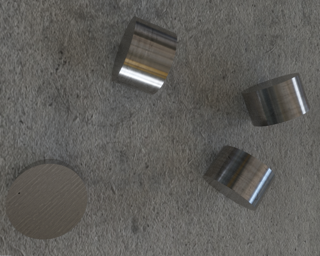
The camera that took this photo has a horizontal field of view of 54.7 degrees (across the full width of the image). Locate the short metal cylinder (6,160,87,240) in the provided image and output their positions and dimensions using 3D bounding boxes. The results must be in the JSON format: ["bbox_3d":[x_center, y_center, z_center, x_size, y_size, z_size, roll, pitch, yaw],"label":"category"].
[{"bbox_3d":[-0.126,0.077,0.349,0.081,0.050,0.080,0,90,-20],"label":"short metal cylinder"}]

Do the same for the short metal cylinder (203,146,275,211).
[{"bbox_3d":[0.106,0.067,0.419,0.080,0.080,0.050,39,78,-16],"label":"short metal cylinder"}]

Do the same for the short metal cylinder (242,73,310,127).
[{"bbox_3d":[0.163,-0.040,0.440,0.081,0.080,0.050,-24,98,-18],"label":"short metal cylinder"}]

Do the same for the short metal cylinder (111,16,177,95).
[{"bbox_3d":[-0.021,-0.086,0.372,0.050,0.080,0.080,17,84,-19],"label":"short metal cylinder"}]
